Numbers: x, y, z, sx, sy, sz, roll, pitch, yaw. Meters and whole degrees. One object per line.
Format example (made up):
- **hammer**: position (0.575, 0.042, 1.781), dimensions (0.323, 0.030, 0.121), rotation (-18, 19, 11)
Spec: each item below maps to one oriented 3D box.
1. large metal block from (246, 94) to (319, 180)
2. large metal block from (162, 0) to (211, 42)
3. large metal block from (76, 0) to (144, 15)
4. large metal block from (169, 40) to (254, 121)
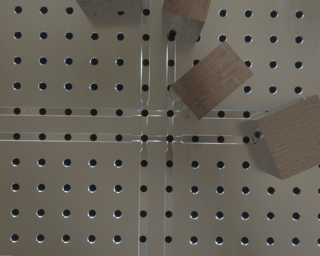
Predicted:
- **large metal block**: position (0.170, 0.011, 0.402), dimensions (0.080, 0.050, 0.080), rotation (-23, 90, 0)
- **large metal block**: position (0.037, -0.163, 0.386), dimensions (0.050, 0.080, 0.080), rotation (15, 90, 0)
- **large metal block**: position (-0.065, -0.197, 0.400), dimensions (0.080, 0.050, 0.080), rotation (-4, 90, 0)
- **large metal block**: position (0.058, -0.054, 0.386), dimensions (0.080, 0.080, 0.050), rotation (-40, 90, 0)
